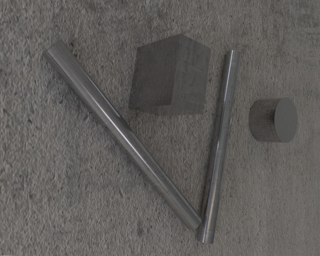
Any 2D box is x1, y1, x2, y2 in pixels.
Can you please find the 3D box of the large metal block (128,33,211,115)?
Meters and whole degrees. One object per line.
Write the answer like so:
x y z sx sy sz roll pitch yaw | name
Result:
0.010 -0.060 0.377 0.050 0.080 0.080 13 82 -39 | large metal block

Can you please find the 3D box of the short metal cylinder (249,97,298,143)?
0.206 -0.014 0.561 0.081 0.050 0.079 0 90 -40 | short metal cylinder

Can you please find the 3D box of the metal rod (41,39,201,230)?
-0.031 0.027 0.378 0.025 0.025 0.300 -51 120 -28 | metal rod

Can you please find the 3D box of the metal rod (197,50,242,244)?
0.094 0.024 0.483 0.025 0.025 0.299 17 79 -39 | metal rod
